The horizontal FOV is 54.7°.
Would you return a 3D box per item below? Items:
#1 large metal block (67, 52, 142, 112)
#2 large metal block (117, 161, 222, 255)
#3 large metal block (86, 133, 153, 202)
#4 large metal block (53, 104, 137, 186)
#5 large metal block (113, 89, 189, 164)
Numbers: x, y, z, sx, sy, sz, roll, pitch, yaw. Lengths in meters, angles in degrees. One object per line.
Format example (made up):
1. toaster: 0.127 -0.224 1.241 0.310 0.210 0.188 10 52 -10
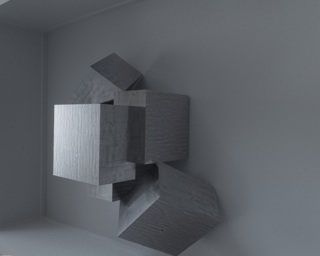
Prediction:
1. large metal block: -0.077 -0.048 0.423 0.050 0.080 0.080 37 118 -5
2. large metal block: 0.009 0.094 0.352 0.080 0.080 0.050 -49 26 29
3. large metal block: -0.049 0.047 0.410 0.050 0.081 0.080 1 91 40
4. large metal block: -0.073 0.015 0.344 0.080 0.050 0.079 2 92 40
5. large metal block: -0.009 -0.002 0.375 0.050 0.081 0.080 1 91 40
